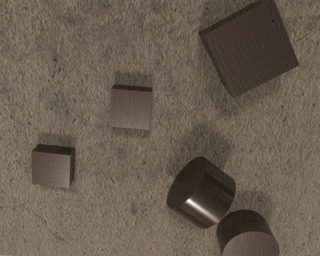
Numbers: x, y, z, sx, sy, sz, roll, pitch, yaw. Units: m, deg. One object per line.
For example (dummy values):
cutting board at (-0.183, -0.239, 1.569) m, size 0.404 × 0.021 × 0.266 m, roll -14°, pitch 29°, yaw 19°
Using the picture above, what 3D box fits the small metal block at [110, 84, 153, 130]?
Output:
small metal block at (-0.037, -0.027, 0.399) m, size 0.050 × 0.025 × 0.050 m, roll 5°, pitch 110°, yaw -2°

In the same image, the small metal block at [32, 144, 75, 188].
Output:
small metal block at (-0.146, 0.052, 0.427) m, size 0.050 × 0.025 × 0.050 m, roll 7°, pitch 110°, yaw -3°

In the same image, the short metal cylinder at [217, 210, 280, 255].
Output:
short metal cylinder at (0.129, 0.170, 0.461) m, size 0.081 × 0.050 × 0.079 m, roll 0°, pitch 110°, yaw -1°

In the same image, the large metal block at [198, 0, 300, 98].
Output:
large metal block at (0.101, -0.094, 0.363) m, size 0.080 × 0.050 × 0.080 m, roll -27°, pitch 108°, yaw 9°

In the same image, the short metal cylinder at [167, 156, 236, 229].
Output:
short metal cylinder at (0.054, 0.085, 0.413) m, size 0.050 × 0.080 × 0.080 m, roll 37°, pitch 106°, yaw -13°
